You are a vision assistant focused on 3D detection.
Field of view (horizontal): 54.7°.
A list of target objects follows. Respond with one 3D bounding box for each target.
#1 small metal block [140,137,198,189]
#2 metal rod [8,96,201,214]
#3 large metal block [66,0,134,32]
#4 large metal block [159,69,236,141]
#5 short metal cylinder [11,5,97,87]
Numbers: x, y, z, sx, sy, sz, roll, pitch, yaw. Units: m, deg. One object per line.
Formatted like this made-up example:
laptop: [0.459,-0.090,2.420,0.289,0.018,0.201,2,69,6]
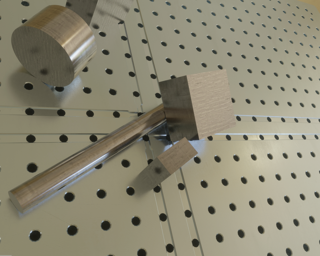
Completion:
small metal block: [0.011,0.042,0.373,0.050,0.050,0.025,-33,80,-38]
metal rod: [-0.037,0.006,0.385,0.302,0.025,0.025,-33,81,-38]
large metal block: [-0.082,-0.192,0.447,0.050,0.080,0.080,49,51,5]
large metal block: [0.052,-0.031,0.416,0.081,0.050,0.079,-17,98,-41]
short metal cylinder: [-0.123,-0.096,0.366,0.080,0.080,0.050,33,51,-7]
